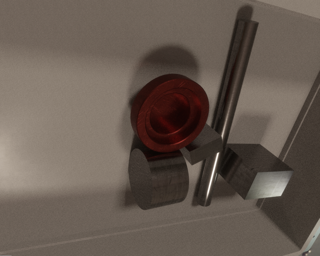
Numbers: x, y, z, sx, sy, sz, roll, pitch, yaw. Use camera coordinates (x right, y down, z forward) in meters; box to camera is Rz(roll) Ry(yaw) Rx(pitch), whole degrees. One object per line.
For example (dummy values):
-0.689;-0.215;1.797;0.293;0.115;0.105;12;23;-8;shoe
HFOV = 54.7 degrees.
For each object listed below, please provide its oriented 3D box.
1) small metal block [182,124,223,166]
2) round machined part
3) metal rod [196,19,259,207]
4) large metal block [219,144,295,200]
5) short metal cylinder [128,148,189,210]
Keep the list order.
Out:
0.052;0.019;0.435;0.050;0.050;0.025;-24;127;-14;small metal block
0.009;-0.021;0.389;0.099;0.042;0.097;-13;121;-22;round machined part
0.093;-0.004;0.458;0.025;0.025;0.298;-7;122;-25;metal rod
0.150;0.067;0.499;0.081;0.080;0.050;2;117;-30;large metal block
-0.004;0.064;0.412;0.050;0.080;0.079;-5;121;-26;short metal cylinder
